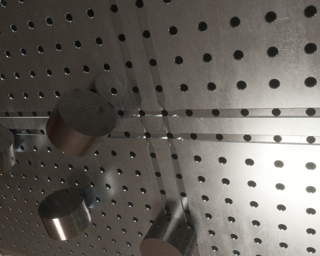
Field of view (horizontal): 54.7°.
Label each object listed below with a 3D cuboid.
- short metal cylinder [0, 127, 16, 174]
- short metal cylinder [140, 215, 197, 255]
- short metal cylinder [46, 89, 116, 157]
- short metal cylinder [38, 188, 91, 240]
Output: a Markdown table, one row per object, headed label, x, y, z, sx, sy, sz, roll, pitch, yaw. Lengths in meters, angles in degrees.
| label | x | y | z | sx | sy | sz | roll | pitch | yaw |
| --- | --- | --- | --- | --- | --- | --- | --- | --- | --- |
| short metal cylinder | -0.306 | 0.040 | 0.558 | 0.080 | 0.080 | 0.050 | 24 | 127 | 13 |
| short metal cylinder | 0.014 | 0.190 | 0.504 | 0.080 | 0.050 | 0.079 | 13 | 124 | 20 |
| short metal cylinder | -0.108 | -0.008 | 0.426 | 0.080 | 0.080 | 0.050 | 42 | 129 | -1 |
| short metal cylinder | -0.171 | 0.154 | 0.558 | 0.080 | 0.080 | 0.050 | 4 | 120 | 26 |
